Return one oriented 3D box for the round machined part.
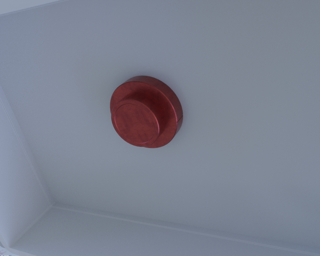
[{"bbox_3d":[-0.023,-0.014,0.402,0.098,0.042,0.097,13,124,21],"label":"round machined part"}]
